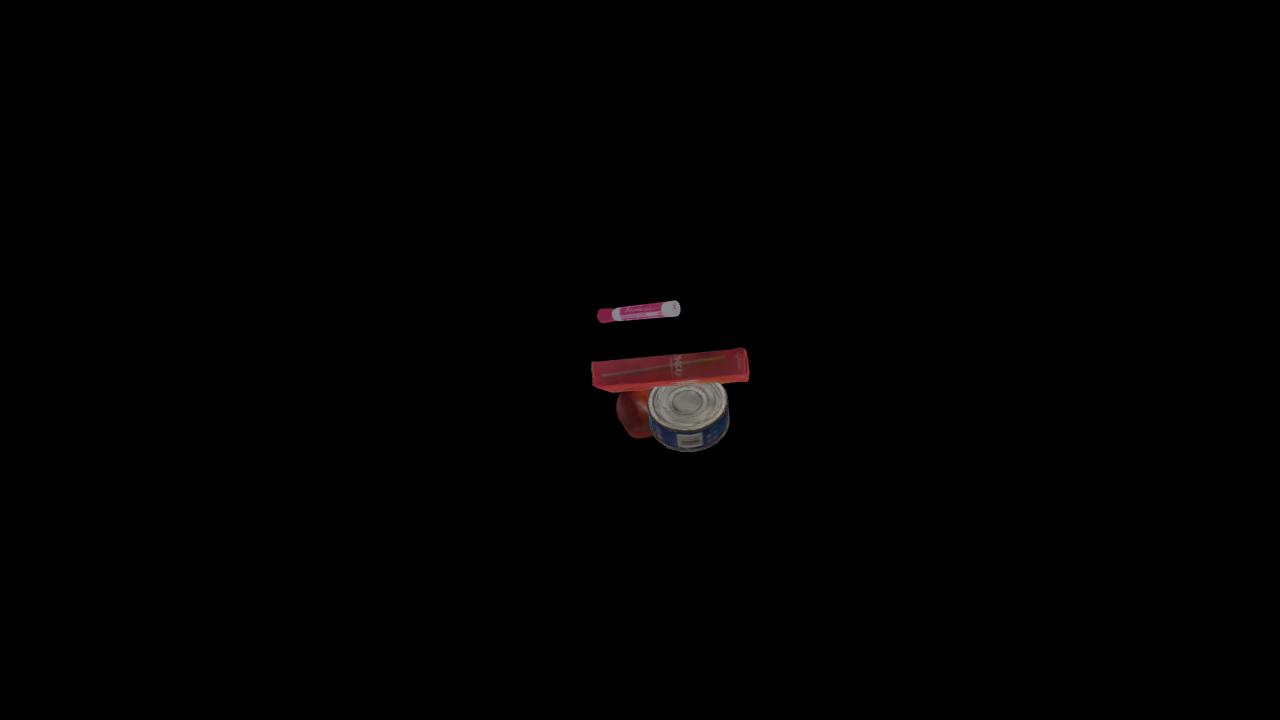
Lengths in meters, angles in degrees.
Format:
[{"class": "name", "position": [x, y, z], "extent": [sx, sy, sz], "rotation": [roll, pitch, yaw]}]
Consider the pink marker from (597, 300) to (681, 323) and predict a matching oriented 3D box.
[{"class": "pink marker", "position": [-0.005, -0.057, 0.745], "extent": [0.121, 0.020, 0.020], "rotation": [-3, -2, 39]}]

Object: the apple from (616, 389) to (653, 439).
[{"class": "apple", "position": [0.009, 0.060, 0.769], "extent": [0.079, 0.079, 0.093], "rotation": [0, -29, -20]}]

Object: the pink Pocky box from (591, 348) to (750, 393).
[{"class": "pink Pocky box", "position": [0.034, 0.012, 0.635], "extent": [0.155, 0.029, 0.084], "rotation": [-5, -8, 10]}]

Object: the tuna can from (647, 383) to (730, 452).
[{"class": "tuna can", "position": [0.049, 0.051, 0.630], "extent": [0.084, 0.084, 0.034], "rotation": [-5, -45, 5]}]
